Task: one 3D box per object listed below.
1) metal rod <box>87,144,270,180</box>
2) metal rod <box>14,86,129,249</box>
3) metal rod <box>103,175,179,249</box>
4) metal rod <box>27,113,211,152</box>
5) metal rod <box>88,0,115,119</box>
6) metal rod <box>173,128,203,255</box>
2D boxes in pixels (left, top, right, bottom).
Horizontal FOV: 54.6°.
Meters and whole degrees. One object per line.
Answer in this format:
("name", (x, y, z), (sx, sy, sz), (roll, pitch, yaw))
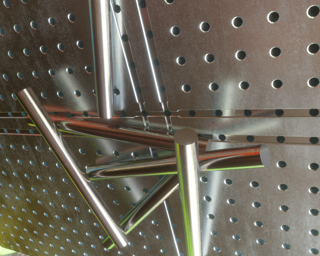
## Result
("metal rod", (-0.001, 0.052, 0.421), (0.299, 0.025, 0.025), (-12, 113, 40))
("metal rod", (-0.132, 0.072, 0.492), (0.025, 0.025, 0.299), (-16, 110, 34))
("metal rod", (-0.027, 0.133, 0.507), (0.025, 0.025, 0.298), (40, 129, 1))
("metal rod", (-0.075, 0.005, 0.454), (0.300, 0.025, 0.025), (9, 122, 23))
("metal rod", (-0.070, -0.145, 0.359), (0.025, 0.025, 0.298), (16, 125, 19))
("metal rod", (0.043, 0.117, 0.419), (0.025, 0.025, 0.299), (12, 137, 21))
